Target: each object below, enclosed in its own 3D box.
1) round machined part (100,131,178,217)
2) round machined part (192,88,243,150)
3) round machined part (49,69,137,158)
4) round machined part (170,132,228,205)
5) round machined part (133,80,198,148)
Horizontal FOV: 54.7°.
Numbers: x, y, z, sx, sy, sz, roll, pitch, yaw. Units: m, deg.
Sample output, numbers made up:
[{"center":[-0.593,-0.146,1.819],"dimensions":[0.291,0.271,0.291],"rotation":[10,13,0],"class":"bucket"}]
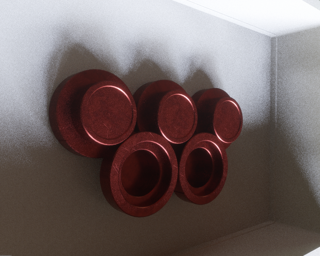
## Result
[{"center":[-0.028,0.052,0.369],"dimensions":[0.099,0.042,0.097],"rotation":[0,90,-40],"class":"round machined part"},{"center":[0.087,-0.012,0.465],"dimensions":[0.099,0.042,0.097],"rotation":[1,89,-39],"class":"round machined part"},{"center":[-0.065,-0.015,0.338],"dimensions":[0.099,0.042,0.097],"rotation":[1,89,-41],"class":"round machined part"},{"center":[0.047,0.054,0.433],"dimensions":[0.099,0.042,0.097],"rotation":[0,90,-40],"class":"round machined part"},{"center":[0.010,-0.014,0.401],"dimensions":[0.099,0.042,0.097],"rotation":[1,89,-39],"class":"round machined part"}]
